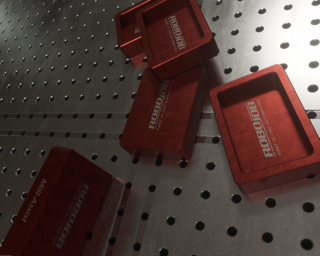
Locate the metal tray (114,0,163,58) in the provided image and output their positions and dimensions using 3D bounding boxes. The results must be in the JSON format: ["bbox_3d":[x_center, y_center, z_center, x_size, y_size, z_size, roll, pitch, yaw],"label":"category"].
[{"bbox_3d":[-0.010,-0.181,0.519,0.130,0.030,0.090,-21,54,15],"label":"metal tray"}]

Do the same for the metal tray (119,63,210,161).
[{"bbox_3d":[0.008,-0.025,0.415,0.090,0.030,0.130,2,63,28],"label":"metal tray"}]

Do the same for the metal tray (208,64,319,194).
[{"bbox_3d":[0.114,-0.002,0.345,0.090,0.030,0.130,-20,54,15],"label":"metal tray"}]

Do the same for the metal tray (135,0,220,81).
[{"bbox_3d":[0.020,-0.136,0.437,0.090,0.030,0.130,-23,53,13],"label":"metal tray"}]

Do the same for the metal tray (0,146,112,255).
[{"bbox_3d":[-0.115,0.098,0.364,0.030,0.090,0.130,8,65,31],"label":"metal tray"}]
